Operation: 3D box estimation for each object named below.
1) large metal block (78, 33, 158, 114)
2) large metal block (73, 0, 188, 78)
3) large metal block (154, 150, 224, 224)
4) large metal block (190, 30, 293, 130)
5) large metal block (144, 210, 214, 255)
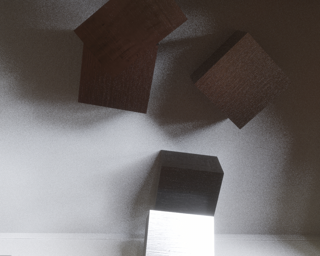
[{"bbox_3d":[-0.049,-0.069,0.372,0.081,0.050,0.079,10,110,-4],"label":"large metal block"},{"bbox_3d":[-0.025,-0.098,0.293,0.080,0.080,0.050,-36,106,11],"label":"large metal block"},{"bbox_3d":[0.036,0.081,0.429,0.081,0.050,0.079,7,110,-3],"label":"large metal block"},{"bbox_3d":[0.096,-0.059,0.378,0.080,0.050,0.080,42,104,-14],"label":"large metal block"},{"bbox_3d":[0.021,0.152,0.385,0.081,0.080,0.050,7,150,-4],"label":"large metal block"}]
